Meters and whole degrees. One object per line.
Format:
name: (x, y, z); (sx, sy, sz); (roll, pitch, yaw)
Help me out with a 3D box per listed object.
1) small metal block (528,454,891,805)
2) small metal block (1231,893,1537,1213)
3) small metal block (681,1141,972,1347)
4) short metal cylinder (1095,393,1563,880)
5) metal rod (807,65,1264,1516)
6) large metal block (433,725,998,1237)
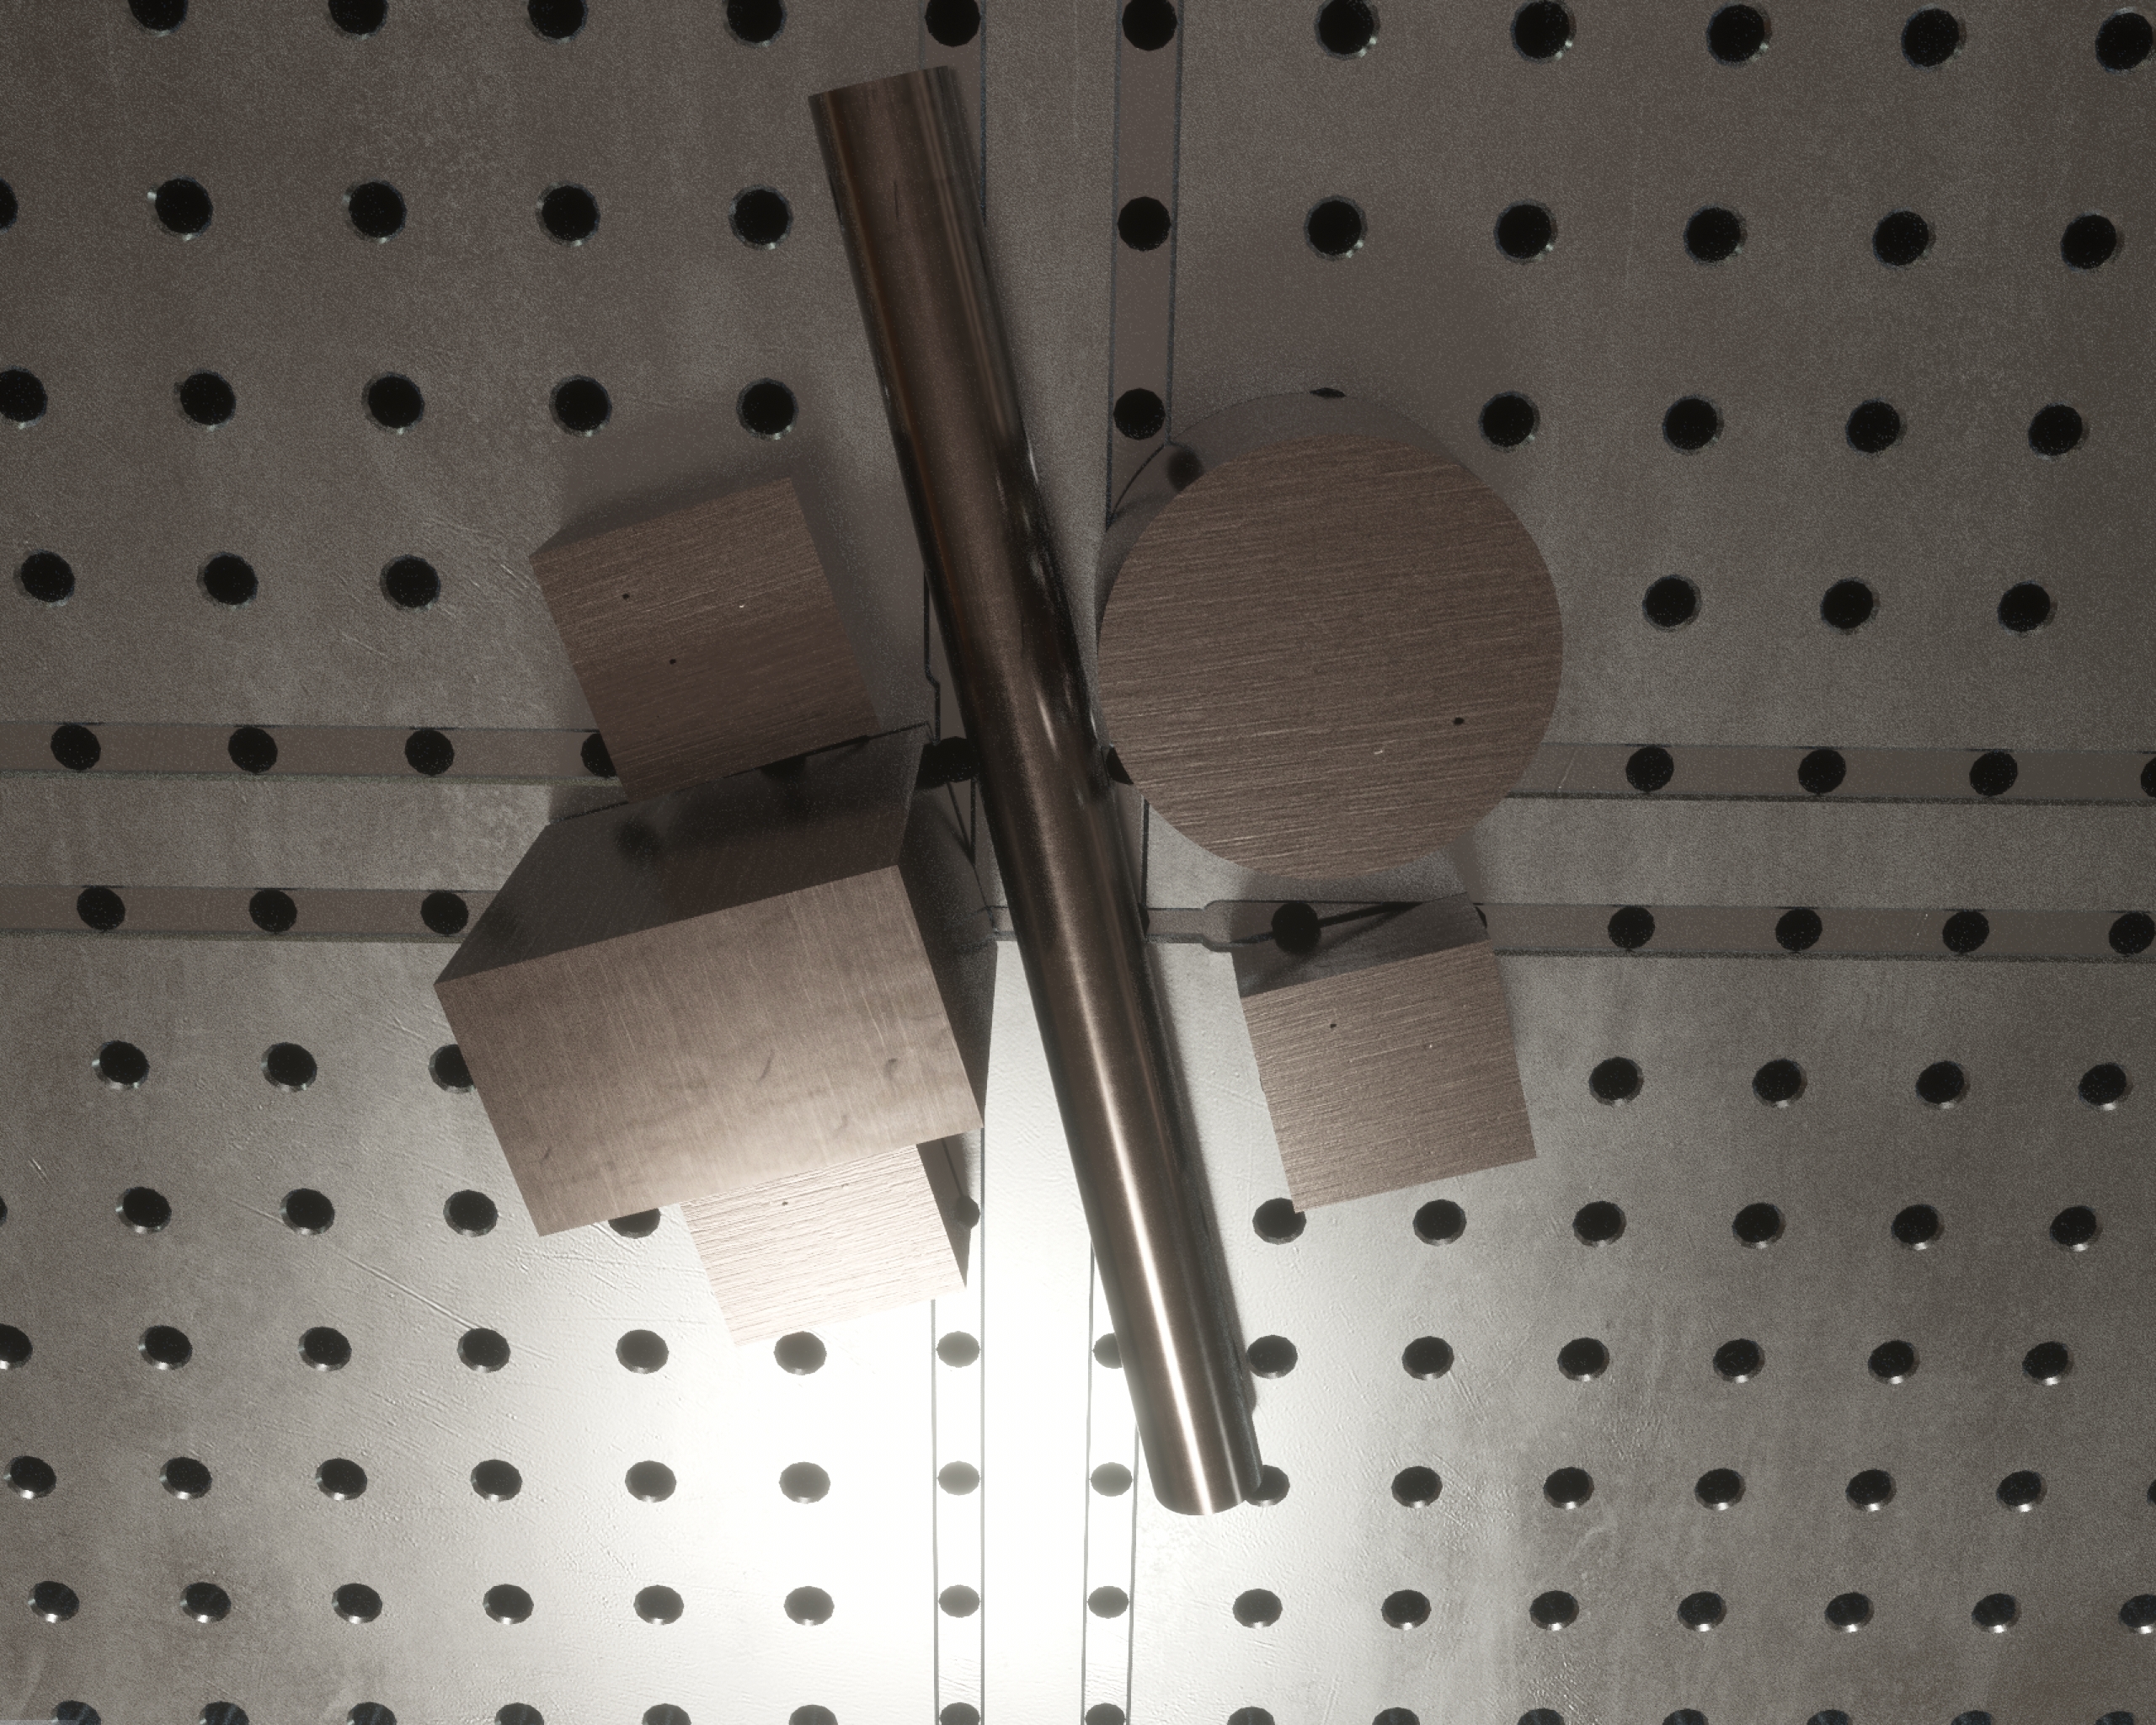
small metal block: (-0.068, -0.044, 0.396); (0.050, 0.025, 0.050); (-16, 110, 5)
small metal block: (0.063, 0.039, 0.428); (0.050, 0.025, 0.050); (-14, 110, 4)
small metal block: (-0.054, 0.068, 0.438); (0.050, 0.025, 0.050); (-15, 110, 5)
short metal cylinder: (0.044, -0.043, 0.384); (0.081, 0.050, 0.079); (0, 110, -1)
metal rod: (-0.003, 0.001, 0.413); (0.025, 0.025, 0.298); (-12, 110, 4)
large metal block: (-0.062, 0.019, 0.389); (0.080, 0.080, 0.050); (-14, 110, 5)
